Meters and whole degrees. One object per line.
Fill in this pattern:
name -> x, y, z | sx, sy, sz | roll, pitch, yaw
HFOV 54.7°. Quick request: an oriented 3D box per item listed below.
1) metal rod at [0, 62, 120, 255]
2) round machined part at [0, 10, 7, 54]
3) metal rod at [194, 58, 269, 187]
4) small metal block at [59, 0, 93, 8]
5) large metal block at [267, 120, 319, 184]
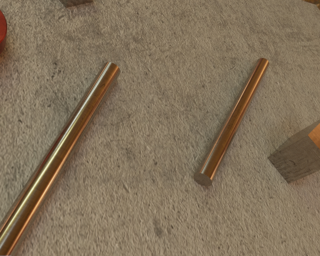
metal rod -> -0.109, 0.032, 0.326 | 0.025, 0.025, 0.300 | 29, 52, -10
round machined part -> -0.222, -0.103, 0.337 | 0.099, 0.042, 0.098 | 14, 56, -21
metal rod -> 0.124, -0.028, 0.489 | 0.025, 0.025, 0.301 | 39, 51, -3
small metal block -> -0.132, -0.212, 0.463 | 0.050, 0.025, 0.050 | -34, 81, -38
large metal block -> 0.228, 0.032, 0.474 | 0.081, 0.080, 0.050 | -29, 78, -38
